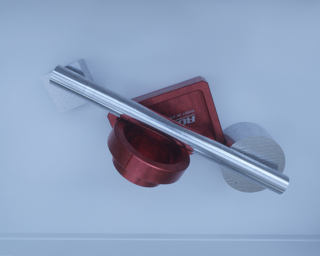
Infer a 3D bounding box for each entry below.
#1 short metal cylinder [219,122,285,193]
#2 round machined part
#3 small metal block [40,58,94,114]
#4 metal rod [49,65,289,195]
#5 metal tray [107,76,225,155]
[{"bbox_3d":[0.117,0.038,0.412,0.081,0.050,0.079,0,110,-1],"label":"short metal cylinder"},{"bbox_3d":[-0.017,0.032,0.369,0.098,0.098,0.042,26,116,-10],"label":"round machined part"},{"bbox_3d":[-0.111,-0.053,0.388,0.050,0.025,0.050,-21,109,7],"label":"small metal block"},{"bbox_3d":[0.014,0.004,0.368,0.301,0.025,0.025,26,108,-3],"label":"metal rod"},{"bbox_3d":[0.009,-0.004,0.405,0.131,0.030,0.090,-18,109,6],"label":"metal tray"}]
